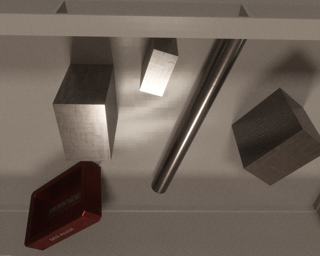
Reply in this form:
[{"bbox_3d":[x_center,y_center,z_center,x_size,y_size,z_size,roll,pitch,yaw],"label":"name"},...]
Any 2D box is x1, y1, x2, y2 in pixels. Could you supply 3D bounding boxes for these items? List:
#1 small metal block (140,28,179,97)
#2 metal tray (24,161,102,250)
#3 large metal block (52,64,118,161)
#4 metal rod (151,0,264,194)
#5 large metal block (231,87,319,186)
[{"bbox_3d":[-0.002,-0.071,0.333,0.025,0.050,0.050,14,129,-12],"label":"small metal block"},{"bbox_3d":[-0.143,0.114,0.458,0.130,0.090,0.030,-32,136,24],"label":"metal tray"},{"bbox_3d":[-0.080,-0.018,0.356,0.050,0.080,0.079,1,130,-1],"label":"large metal block"},{"bbox_3d":[0.045,-0.015,0.397,0.025,0.025,0.298,14,129,-12],"label":"metal rod"},{"bbox_3d":[0.143,0.011,0.384,0.050,0.080,0.080,32,123,-25],"label":"large metal block"}]
